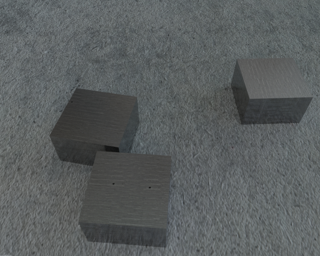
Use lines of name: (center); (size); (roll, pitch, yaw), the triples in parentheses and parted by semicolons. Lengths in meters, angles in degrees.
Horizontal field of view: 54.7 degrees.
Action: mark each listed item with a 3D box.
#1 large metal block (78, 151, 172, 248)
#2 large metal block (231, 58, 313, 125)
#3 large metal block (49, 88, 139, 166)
large metal block: (-0.031, 0.074, 0.325); (0.080, 0.050, 0.080); (4, 50, 3)
large metal block: (0.150, -0.052, 0.432); (0.081, 0.050, 0.080); (-2, 50, -2)
large metal block: (-0.076, 0.001, 0.386); (0.080, 0.050, 0.080); (9, 51, 7)
